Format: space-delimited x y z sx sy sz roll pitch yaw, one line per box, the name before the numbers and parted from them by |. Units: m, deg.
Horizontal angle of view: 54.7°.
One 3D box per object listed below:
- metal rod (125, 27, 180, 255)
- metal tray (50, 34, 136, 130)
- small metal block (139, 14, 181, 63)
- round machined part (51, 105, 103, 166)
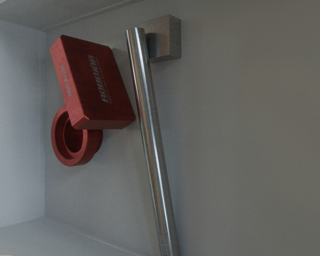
metal rod | -0.009 0.024 0.393 0.025 0.025 0.298 -9 90 39
metal tray | -0.094 -0.062 0.439 0.030 0.091 0.130 -32 70 35
small metal block | 0.000 -0.115 0.405 0.050 0.025 0.050 -1 90 39
round machined part | -0.130 0.011 0.500 0.098 0.042 0.097 0 90 39
